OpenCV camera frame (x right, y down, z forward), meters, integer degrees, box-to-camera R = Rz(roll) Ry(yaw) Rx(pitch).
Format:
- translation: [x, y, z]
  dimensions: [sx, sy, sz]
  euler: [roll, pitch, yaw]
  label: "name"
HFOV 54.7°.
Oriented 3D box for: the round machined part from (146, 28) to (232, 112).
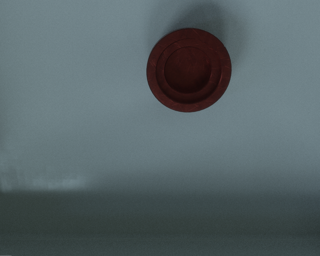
- translation: [0.034, -0.071, 0.376]
  dimensions: [0.099, 0.042, 0.097]
  euler: [0, 110, -1]
  label: "round machined part"
